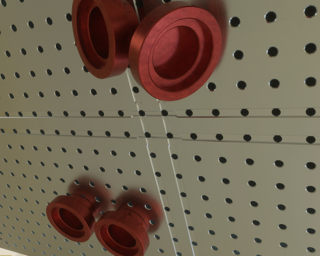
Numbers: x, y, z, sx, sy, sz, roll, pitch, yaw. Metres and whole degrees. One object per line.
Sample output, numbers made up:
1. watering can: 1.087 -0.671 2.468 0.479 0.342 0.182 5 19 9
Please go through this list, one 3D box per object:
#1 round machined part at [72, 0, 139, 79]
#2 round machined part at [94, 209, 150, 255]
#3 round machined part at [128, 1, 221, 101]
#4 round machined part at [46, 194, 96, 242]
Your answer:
1. round machined part: -0.058 -0.107 0.346 0.098 0.042 0.097 31 131 44
2. round machined part: -0.062 0.182 0.543 0.098 0.042 0.097 13 124 20
3. round machined part: 0.012 -0.080 0.320 0.042 0.099 0.097 45 140 44
4. round machined part: -0.161 0.165 0.584 0.098 0.042 0.097 13 124 20
